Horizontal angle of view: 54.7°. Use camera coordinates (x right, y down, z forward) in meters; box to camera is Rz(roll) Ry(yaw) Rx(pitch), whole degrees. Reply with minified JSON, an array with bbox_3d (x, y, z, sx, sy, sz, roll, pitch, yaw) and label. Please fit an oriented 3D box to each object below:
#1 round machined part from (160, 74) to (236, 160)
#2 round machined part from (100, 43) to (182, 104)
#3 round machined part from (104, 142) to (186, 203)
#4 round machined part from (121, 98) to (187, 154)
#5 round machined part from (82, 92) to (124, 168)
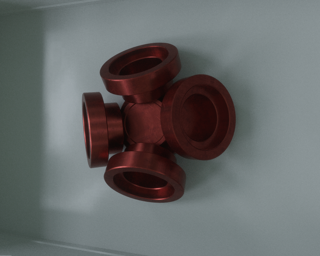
[{"bbox_3d":[0.040,-0.012,0.366,0.042,0.099,0.097,-4,89,55],"label":"round machined part"},{"bbox_3d":[-0.021,-0.066,0.386,0.098,0.098,0.042,-4,127,19],"label":"round machined part"},{"bbox_3d":[-0.016,0.054,0.384,0.098,0.098,0.042,-1,54,19],"label":"round machined part"},{"bbox_3d":[-0.011,-0.006,0.402,0.098,0.042,0.097,0,90,19],"label":"round machined part"},{"bbox_3d":[-0.075,0.002,0.405,0.042,0.098,0.097,-5,88,-18],"label":"round machined part"}]
